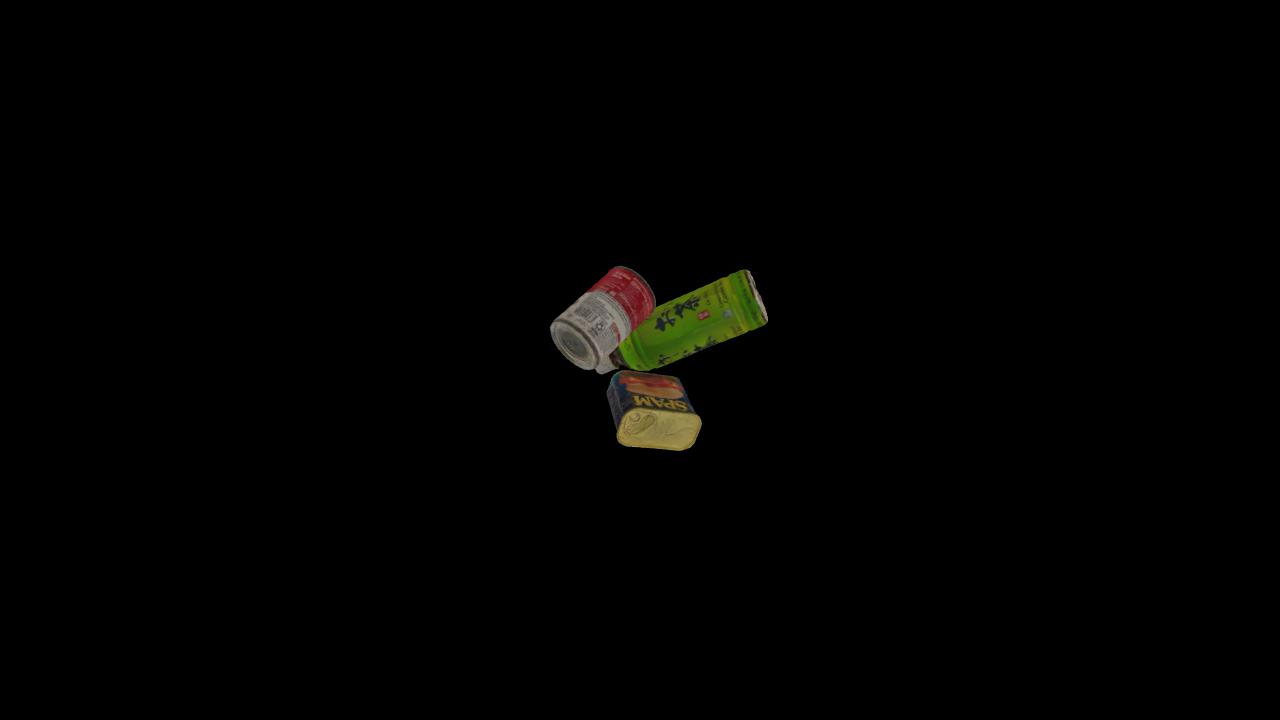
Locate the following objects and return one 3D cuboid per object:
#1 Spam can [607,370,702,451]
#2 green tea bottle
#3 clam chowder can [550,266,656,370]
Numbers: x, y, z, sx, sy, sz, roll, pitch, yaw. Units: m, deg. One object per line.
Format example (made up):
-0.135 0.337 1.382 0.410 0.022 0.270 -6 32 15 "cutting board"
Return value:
0.014 0.060 0.758 0.101 0.058 0.085 9 30 -20 "Spam can"
0.041 -0.035 0.723 0.212 0.073 0.073 -23 -7 17 "green tea bottle"
-0.039 -0.045 0.663 0.068 0.068 0.102 0 39 50 "clam chowder can"
